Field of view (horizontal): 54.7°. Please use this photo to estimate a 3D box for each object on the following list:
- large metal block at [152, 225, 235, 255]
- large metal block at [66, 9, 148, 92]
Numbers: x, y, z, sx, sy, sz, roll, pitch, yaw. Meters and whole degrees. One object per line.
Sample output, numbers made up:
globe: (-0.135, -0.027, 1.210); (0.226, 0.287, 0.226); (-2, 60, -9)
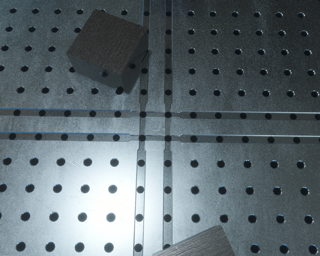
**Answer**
large metal block: (0.044, 0.162, 0.340); (0.080, 0.050, 0.080); (-21, 72, -8)
large metal block: (-0.070, -0.109, 0.437); (0.080, 0.050, 0.080); (23, 71, 7)
